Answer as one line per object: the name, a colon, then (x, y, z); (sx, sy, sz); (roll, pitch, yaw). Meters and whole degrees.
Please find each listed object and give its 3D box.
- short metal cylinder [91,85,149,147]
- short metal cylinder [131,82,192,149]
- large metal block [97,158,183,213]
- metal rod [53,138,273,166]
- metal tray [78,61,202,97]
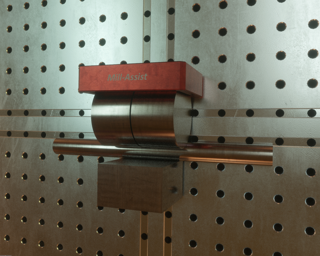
short metal cylinder: (-0.044, -0.016, 0.396); (0.050, 0.080, 0.079); (1, 90, 20)
short metal cylinder: (0.005, -0.016, 0.379); (0.050, 0.080, 0.079); (2, 91, 20)
large metal block: (-0.022, 0.067, 0.386); (0.080, 0.080, 0.050); (1, 91, 20)
metal rod: (-0.010, 0.029, 0.412); (0.301, 0.025, 0.025); (1, 91, 19)
metal tray: (-0.021, -0.056, 0.381); (0.130, 0.090, 0.030); (1, 91, 20)
